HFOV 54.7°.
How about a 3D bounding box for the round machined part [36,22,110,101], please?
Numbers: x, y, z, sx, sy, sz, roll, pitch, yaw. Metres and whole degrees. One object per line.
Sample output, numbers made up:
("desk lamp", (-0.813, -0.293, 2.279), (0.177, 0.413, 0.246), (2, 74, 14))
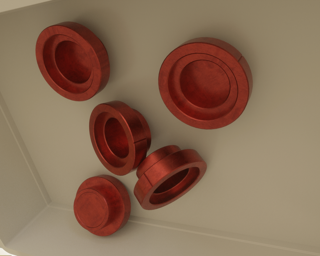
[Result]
("round machined part", (-0.106, -0.087, 0.398), (0.098, 0.042, 0.097), (13, 124, 20))

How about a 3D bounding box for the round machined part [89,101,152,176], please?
("round machined part", (-0.049, 0.011, 0.414), (0.098, 0.042, 0.097), (20, 119, 41))

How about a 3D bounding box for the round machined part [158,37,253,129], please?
("round machined part", (0.051, -0.051, 0.338), (0.098, 0.042, 0.097), (13, 124, 20))

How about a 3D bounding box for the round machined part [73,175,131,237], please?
("round machined part", (-0.100, 0.128, 0.502), (0.098, 0.042, 0.097), (1, 92, 26))

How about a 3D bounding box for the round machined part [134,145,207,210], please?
("round machined part", (0.009, 0.060, 0.402), (0.042, 0.099, 0.097), (54, 135, 30))
